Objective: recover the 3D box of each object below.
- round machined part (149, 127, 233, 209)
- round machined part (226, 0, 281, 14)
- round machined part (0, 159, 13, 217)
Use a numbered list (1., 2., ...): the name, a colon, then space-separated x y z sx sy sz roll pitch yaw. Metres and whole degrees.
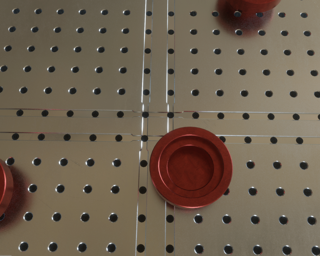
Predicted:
1. round machined part: 0.037 0.051 0.384 0.099 0.042 0.098 0 70 0
2. round machined part: 0.143 -0.219 0.483 0.099 0.042 0.098 0 70 0
3. round machined part: -0.226 0.077 0.373 0.099 0.042 0.098 0 70 0
